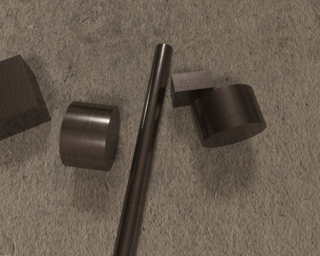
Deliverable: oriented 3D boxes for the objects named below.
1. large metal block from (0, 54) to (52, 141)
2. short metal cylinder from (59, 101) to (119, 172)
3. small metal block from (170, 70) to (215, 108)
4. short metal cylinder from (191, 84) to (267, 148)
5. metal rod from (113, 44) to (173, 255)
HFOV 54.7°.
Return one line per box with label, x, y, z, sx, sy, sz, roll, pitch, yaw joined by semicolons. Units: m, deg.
large metal block;-0.202;-0.038;0.406;0.080;0.050;0.080;-23;72;-9
short metal cylinder;-0.082;0.010;0.374;0.050;0.080;0.080;7;70;2
small metal block;0.042;-0.051;0.414;0.050;0.050;0.025;-7;71;-3
short metal cylinder;0.084;-0.013;0.385;0.081;0.080;0.050;-13;71;-5
metal rod;-0.019;0.023;0.399;0.025;0.025;0.299;9;70;3
